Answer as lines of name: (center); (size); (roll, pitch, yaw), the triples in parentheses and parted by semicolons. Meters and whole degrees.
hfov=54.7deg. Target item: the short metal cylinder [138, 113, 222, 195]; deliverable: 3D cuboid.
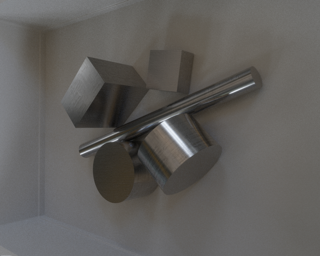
short metal cylinder: (0.022, 0.030, 0.349); (0.050, 0.081, 0.080); (50, 119, 28)

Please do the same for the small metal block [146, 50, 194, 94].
small metal block: (0.012, -0.072, 0.393); (0.050, 0.025, 0.050); (11, 97, 39)

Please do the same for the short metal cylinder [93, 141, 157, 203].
short metal cylinder: (-0.046, 0.058, 0.424); (0.080, 0.050, 0.079); (0, 90, 39)

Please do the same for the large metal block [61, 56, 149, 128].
large metal block: (-0.076, -0.046, 0.430); (0.080, 0.081, 0.050); (-51, 61, 28)

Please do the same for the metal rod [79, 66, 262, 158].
metal rod: (-0.010, -0.008, 0.412); (0.299, 0.025, 0.025); (-22, 76, 37)
